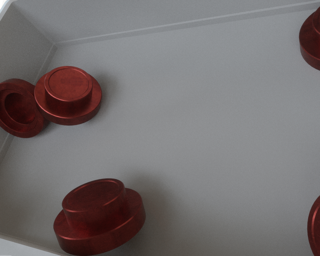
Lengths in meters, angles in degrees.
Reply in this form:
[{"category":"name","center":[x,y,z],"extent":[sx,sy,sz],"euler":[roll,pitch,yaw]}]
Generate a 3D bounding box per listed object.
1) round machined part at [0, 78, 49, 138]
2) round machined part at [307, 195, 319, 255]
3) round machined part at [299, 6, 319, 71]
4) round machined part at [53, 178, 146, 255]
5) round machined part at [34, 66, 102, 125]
[{"category":"round machined part","center":[-0.225,-0.035,0.510],"extent":[0.098,0.098,0.042],"euler":[-12,23,21]},{"category":"round machined part","center":[0.152,0.080,0.231],"extent":[0.098,0.042,0.097],"euler":[-167,89,-72]},{"category":"round machined part","center":[0.212,-0.113,0.353],"extent":[0.098,0.042,0.098],"euler":[-13,56,21]},{"category":"round machined part","center":[-0.068,0.090,0.342],"extent":[0.099,0.042,0.098],"euler":[-11,17,4]},{"category":"round machined part","center":[-0.138,-0.056,0.469],"extent":[0.099,0.042,0.098],"euler":[8,56,-11]}]
